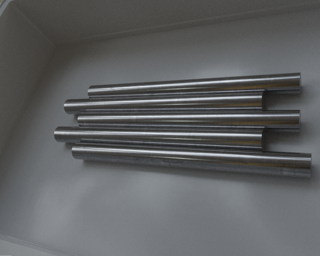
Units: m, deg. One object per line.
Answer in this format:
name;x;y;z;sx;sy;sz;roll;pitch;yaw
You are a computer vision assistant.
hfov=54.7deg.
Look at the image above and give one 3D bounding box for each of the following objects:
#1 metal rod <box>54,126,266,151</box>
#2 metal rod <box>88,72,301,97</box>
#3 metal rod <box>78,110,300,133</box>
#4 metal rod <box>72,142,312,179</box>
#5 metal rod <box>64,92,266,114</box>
metal rod;-0.020;0.012;0.406;0.300;0.025;0.025;1;62;28
metal rod;0.027;-0.053;0.421;0.300;0.025;0.025;1;62;28
metal rod;0.017;-0.009;0.400;0.300;0.025;0.025;1;62;28
metal rod;0.015;0.035;0.373;0.300;0.025;0.025;1;62;28
metal rod;-0.013;-0.032;0.429;0.300;0.025;0.025;1;62;28
